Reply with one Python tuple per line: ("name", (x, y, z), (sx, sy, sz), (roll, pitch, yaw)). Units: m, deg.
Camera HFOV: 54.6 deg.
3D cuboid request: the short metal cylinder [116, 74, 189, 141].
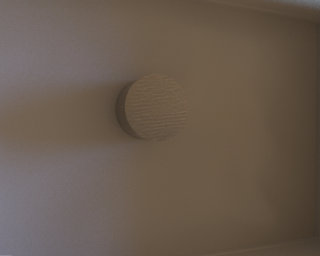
("short metal cylinder", (-0.011, -0.024, 0.391), (0.081, 0.050, 0.080), (0, 90, -20))
